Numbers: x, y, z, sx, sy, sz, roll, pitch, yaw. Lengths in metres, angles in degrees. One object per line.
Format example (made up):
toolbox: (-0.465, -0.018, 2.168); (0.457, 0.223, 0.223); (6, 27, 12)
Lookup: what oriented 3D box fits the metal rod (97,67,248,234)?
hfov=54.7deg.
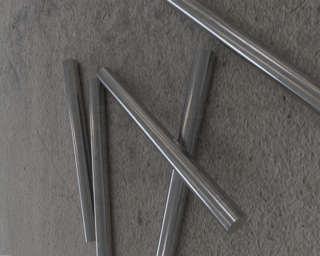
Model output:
metal rod: (-0.006, 0.004, 0.383); (0.300, 0.025, 0.025); (48, 119, 39)

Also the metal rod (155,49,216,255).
metal rod: (0.027, 0.055, 0.383); (0.025, 0.025, 0.298); (17, 101, 39)

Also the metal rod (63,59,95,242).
metal rod: (-0.130, 0.032, 0.512); (0.025, 0.025, 0.298); (-16, 80, 39)

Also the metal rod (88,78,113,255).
metal rod: (-0.092, 0.073, 0.481); (0.025, 0.025, 0.298); (-6, 86, 40)

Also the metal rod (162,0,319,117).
metal rod: (0.091, -0.087, 0.329); (0.300, 0.025, 0.025); (47, 118, 29)
